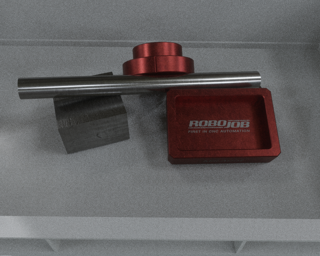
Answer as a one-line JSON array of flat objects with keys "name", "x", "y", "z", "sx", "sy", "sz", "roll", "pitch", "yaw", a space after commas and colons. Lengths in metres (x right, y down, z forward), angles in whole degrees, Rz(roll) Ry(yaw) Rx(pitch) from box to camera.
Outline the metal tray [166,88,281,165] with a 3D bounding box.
[{"name": "metal tray", "x": 0.074, "y": -0.003, "z": 0.385, "sx": 0.131, "sy": 0.030, "sz": 0.090, "roll": -1, "pitch": 69, "yaw": -2}]

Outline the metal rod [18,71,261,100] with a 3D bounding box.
[{"name": "metal rod", "x": -0.014, "y": -0.056, "z": 0.391, "sx": 0.302, "sy": 0.025, "sz": 0.025, "roll": -4, "pitch": 50, "yaw": -13}]

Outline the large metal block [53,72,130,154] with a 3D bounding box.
[{"name": "large metal block", "x": -0.090, "y": -0.022, "z": 0.403, "sx": 0.081, "sy": 0.050, "sz": 0.080, "roll": -14, "pitch": 52, "yaw": -12}]

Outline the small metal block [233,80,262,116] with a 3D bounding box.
[{"name": "small metal block", "x": 0.118, "y": -0.045, "z": 0.442, "sx": 0.050, "sy": 0.025, "sz": 0.050, "roll": -9, "pitch": 51, "yaw": -8}]

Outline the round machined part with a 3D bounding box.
[{"name": "round machined part", "x": -0.003, "y": -0.090, "z": 0.429, "sx": 0.099, "sy": 0.098, "sz": 0.042, "roll": -3, "pitch": 91, "yaw": -3}]
